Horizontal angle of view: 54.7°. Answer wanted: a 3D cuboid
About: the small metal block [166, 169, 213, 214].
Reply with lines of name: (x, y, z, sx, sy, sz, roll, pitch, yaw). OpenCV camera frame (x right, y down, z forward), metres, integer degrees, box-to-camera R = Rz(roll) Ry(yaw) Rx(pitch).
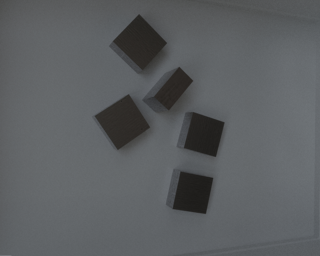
small metal block: (0.040, 0.087, 0.425, 0.050, 0.025, 0.050, 14, 85, -20)

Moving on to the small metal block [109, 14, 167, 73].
small metal block: (-0.028, -0.108, 0.400, 0.050, 0.025, 0.050, 43, 76, -15)

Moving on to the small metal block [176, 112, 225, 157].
small metal block: (0.056, 0.009, 0.431, 0.050, 0.025, 0.050, 17, 84, -19)

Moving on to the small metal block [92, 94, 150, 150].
small metal block: (-0.049, -0.008, 0.392, 0.050, 0.025, 0.050, -35, 102, -17)

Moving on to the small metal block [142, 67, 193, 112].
small metal block: (0.009, -0.048, 0.400, 0.025, 0.050, 0.050, 43, 77, -15)
